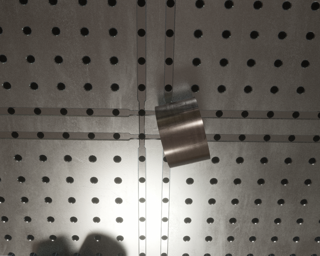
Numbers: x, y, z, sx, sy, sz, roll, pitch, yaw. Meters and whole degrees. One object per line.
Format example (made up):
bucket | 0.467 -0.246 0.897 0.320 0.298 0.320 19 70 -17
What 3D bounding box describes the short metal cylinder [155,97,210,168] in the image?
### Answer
short metal cylinder | 0.028 0.006 0.387 0.050 0.080 0.080 -14 110 5
